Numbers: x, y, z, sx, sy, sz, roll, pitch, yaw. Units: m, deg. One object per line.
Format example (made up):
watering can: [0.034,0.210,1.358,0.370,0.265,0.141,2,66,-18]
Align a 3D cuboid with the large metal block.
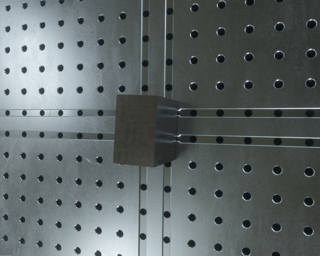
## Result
large metal block: [-0.015,0.002,0.387,0.050,0.080,0.079,4,91,20]
